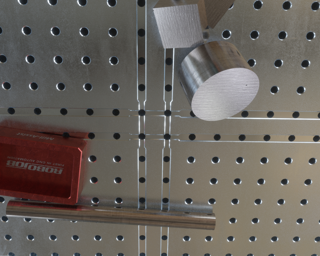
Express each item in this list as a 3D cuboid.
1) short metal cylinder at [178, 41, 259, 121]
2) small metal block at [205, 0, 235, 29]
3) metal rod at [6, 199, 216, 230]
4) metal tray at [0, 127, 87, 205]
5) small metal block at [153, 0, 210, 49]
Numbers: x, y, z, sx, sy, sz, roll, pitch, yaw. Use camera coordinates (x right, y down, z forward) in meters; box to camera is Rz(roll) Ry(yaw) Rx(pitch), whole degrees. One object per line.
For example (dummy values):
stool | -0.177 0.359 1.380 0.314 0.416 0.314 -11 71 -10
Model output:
short metal cylinder | 0.067 -0.054 0.362 0.081 0.050 0.080 -12 141 -10
small metal block | 0.056 -0.152 0.358 0.050 0.025 0.050 35 106 -12
metal rod | -0.069 0.129 0.460 0.302 0.025 0.025 5 110 -2
metal tray | -0.173 0.053 0.427 0.131 0.030 0.089 9 110 -4
small metal block | 0.025 -0.120 0.351 0.050 0.025 0.050 4 136 24
